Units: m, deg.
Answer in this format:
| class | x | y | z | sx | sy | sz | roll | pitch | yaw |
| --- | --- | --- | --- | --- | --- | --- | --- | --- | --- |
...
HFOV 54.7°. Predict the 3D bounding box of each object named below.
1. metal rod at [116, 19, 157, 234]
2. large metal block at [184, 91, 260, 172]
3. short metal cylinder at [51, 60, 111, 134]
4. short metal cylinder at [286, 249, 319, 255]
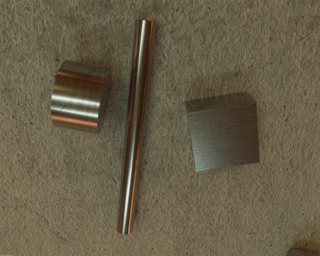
| class | x | y | z | sx | sy | sz | roll | pitch | yaw |
| --- | --- | --- | --- | --- | --- | --- | --- | --- | --- |
| metal rod | -0.034 | 0.013 | 0.413 | 0.025 | 0.025 | 0.298 | 7 | 110 | -3 |
| large metal block | 0.079 | 0.004 | 0.398 | 0.080 | 0.050 | 0.079 | -9 | 110 | 3 |
| short metal cylinder | -0.090 | -0.036 | 0.366 | 0.050 | 0.080 | 0.079 | 11 | 110 | -4 |
| short metal cylinder | 0.227 | 0.230 | 0.467 | 0.050 | 0.080 | 0.079 | 13 | 110 | -5 |
